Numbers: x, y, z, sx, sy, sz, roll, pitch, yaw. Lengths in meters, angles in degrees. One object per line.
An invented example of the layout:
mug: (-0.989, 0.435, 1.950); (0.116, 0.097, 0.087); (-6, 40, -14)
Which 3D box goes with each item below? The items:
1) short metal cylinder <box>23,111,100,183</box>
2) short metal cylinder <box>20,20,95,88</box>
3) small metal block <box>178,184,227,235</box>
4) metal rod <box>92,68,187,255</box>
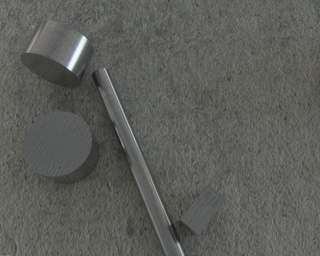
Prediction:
short metal cylinder: (-0.119, 0.026, 0.385); (0.081, 0.050, 0.080); (0, 70, 0)
short metal cylinder: (-0.135, -0.096, 0.413); (0.080, 0.080, 0.050); (17, 71, 6)
small metal block: (0.048, 0.096, 0.360); (0.025, 0.050, 0.050); (39, 75, 13)
metal rod: (-0.025, 0.053, 0.388); (0.025, 0.025, 0.299); (-22, 72, -8)
